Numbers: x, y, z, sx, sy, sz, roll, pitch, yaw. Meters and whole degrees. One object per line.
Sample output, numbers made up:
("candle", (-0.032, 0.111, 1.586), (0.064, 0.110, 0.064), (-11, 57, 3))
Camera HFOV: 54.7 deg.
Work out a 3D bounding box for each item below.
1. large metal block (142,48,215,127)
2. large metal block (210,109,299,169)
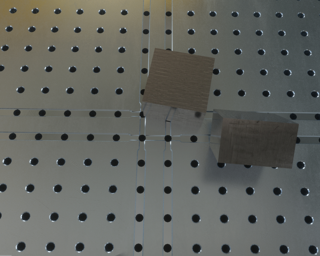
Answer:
("large metal block", (0.025, -0.054, 0.419), (0.080, 0.050, 0.080), (11, 70, 3))
("large metal block", (0.107, 0.010, 0.373), (0.080, 0.080, 0.050), (5, 100, 1))
